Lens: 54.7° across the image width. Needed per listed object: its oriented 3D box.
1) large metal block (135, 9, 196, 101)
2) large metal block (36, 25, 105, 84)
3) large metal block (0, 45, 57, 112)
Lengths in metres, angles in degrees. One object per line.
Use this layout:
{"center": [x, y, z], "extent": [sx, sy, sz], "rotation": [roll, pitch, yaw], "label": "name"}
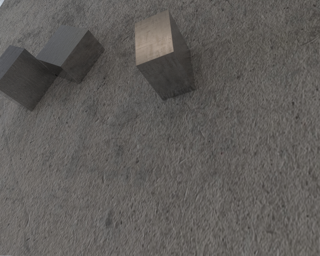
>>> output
{"center": [0.008, -0.098, 0.425], "extent": [0.050, 0.080, 0.080], "rotation": [-17, 55, 19], "label": "large metal block"}
{"center": [-0.161, -0.133, 0.554], "extent": [0.080, 0.050, 0.080], "rotation": [22, 73, 36], "label": "large metal block"}
{"center": [-0.248, -0.088, 0.553], "extent": [0.050, 0.080, 0.080], "rotation": [19, 72, 35], "label": "large metal block"}
